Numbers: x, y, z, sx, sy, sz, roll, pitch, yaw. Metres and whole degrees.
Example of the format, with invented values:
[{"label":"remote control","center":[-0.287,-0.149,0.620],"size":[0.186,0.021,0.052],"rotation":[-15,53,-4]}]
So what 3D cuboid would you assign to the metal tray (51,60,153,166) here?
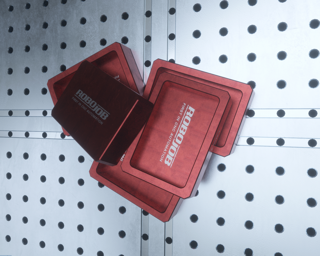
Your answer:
[{"label":"metal tray","center":[-0.079,-0.023,0.395],"size":[0.130,0.030,0.090],"rotation":[36,94,39]}]

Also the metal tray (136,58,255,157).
[{"label":"metal tray","center":[0.042,-0.027,0.394],"size":[0.130,0.030,0.090],"rotation":[20,96,19]}]

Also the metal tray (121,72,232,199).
[{"label":"metal tray","center":[0.020,0.008,0.370],"size":[0.090,0.030,0.130],"rotation":[21,85,19]}]

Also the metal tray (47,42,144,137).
[{"label":"metal tray","center":[-0.090,-0.052,0.442],"size":[0.130,0.030,0.090],"rotation":[-24,82,19]}]

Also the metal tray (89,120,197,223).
[{"label":"metal tray","center":[-0.022,0.053,0.418],"size":[0.130,0.030,0.090],"rotation":[28,99,18]}]
